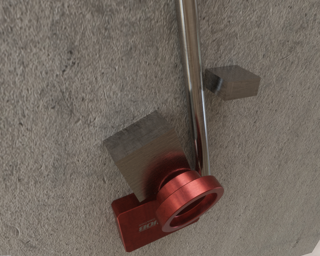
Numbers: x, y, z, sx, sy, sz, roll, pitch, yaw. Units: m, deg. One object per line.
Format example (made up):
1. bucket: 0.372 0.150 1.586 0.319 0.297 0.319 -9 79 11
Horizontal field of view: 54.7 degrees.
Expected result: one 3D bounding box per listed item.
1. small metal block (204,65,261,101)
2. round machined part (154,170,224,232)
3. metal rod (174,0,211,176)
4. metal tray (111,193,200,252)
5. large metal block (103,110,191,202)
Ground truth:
1. small metal block: 0.093 -0.060 0.404 0.050 0.050 0.025 -11 123 -23
2. round machined part: 0.035 0.095 0.421 0.099 0.042 0.098 -26 149 -17
3. metal rod: 0.046 -0.046 0.403 0.025 0.025 0.298 -22 127 -15
4. metal tray: -0.003 0.131 0.483 0.131 0.030 0.089 -19 126 -18
5. large metal block: -0.015 0.037 0.405 0.080 0.050 0.080 -31 129 -9
